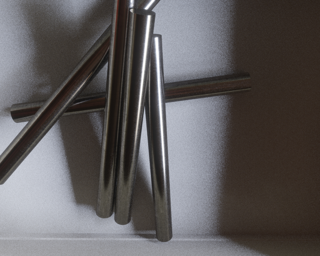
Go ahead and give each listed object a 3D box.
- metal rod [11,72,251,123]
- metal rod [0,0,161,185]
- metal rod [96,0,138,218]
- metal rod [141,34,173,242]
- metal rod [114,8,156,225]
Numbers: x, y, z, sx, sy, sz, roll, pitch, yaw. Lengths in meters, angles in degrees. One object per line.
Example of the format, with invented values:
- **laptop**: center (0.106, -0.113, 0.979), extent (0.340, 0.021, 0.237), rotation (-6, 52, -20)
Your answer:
- **metal rod**: center (-0.038, -0.039, 0.396), extent (0.302, 0.025, 0.025), rotation (-8, 110, 2)
- **metal rod**: center (-0.106, -0.048, 0.370), extent (0.025, 0.025, 0.299), rotation (41, 97, -14)
- **metal rod**: center (-0.058, -0.004, 0.385), extent (0.025, 0.025, 0.298), rotation (8, 119, -4)
- **metal rod**: center (-0.002, 0.032, 0.404), extent (0.025, 0.025, 0.298), rotation (-3, 117, 1)
- **metal rod**: center (-0.036, 0.011, 0.380), extent (0.025, 0.025, 0.298), rotation (7, 123, -3)
